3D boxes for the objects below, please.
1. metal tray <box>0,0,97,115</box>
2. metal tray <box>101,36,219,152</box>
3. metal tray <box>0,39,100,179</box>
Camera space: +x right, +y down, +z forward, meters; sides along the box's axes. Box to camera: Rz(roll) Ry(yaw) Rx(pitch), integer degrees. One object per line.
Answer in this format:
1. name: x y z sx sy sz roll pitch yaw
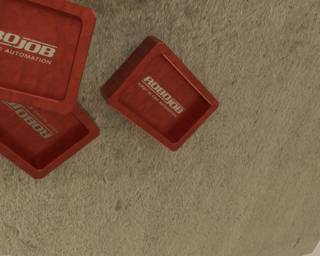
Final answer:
1. metal tray: -0.127 -0.070 0.253 0.131 0.030 0.089 14 98 -16
2. metal tray: 0.004 -0.036 0.383 0.090 0.030 0.130 -47 129 5
3. metal tray: -0.136 -0.014 0.319 0.090 0.030 0.130 -38 129 -3
